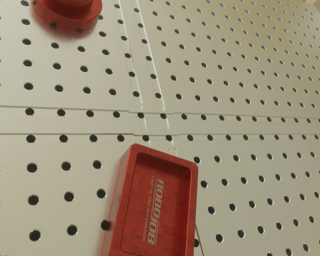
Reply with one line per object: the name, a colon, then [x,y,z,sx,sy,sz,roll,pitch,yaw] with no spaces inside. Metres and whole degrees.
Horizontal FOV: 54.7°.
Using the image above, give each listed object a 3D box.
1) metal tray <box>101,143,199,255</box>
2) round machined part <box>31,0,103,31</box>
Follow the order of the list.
metal tray: [-0.006,0.090,0.347,0.091,0.030,0.130,20,54,-17]
round machined part: [-0.131,-0.192,0.445,0.099,0.042,0.098,14,56,-21]
